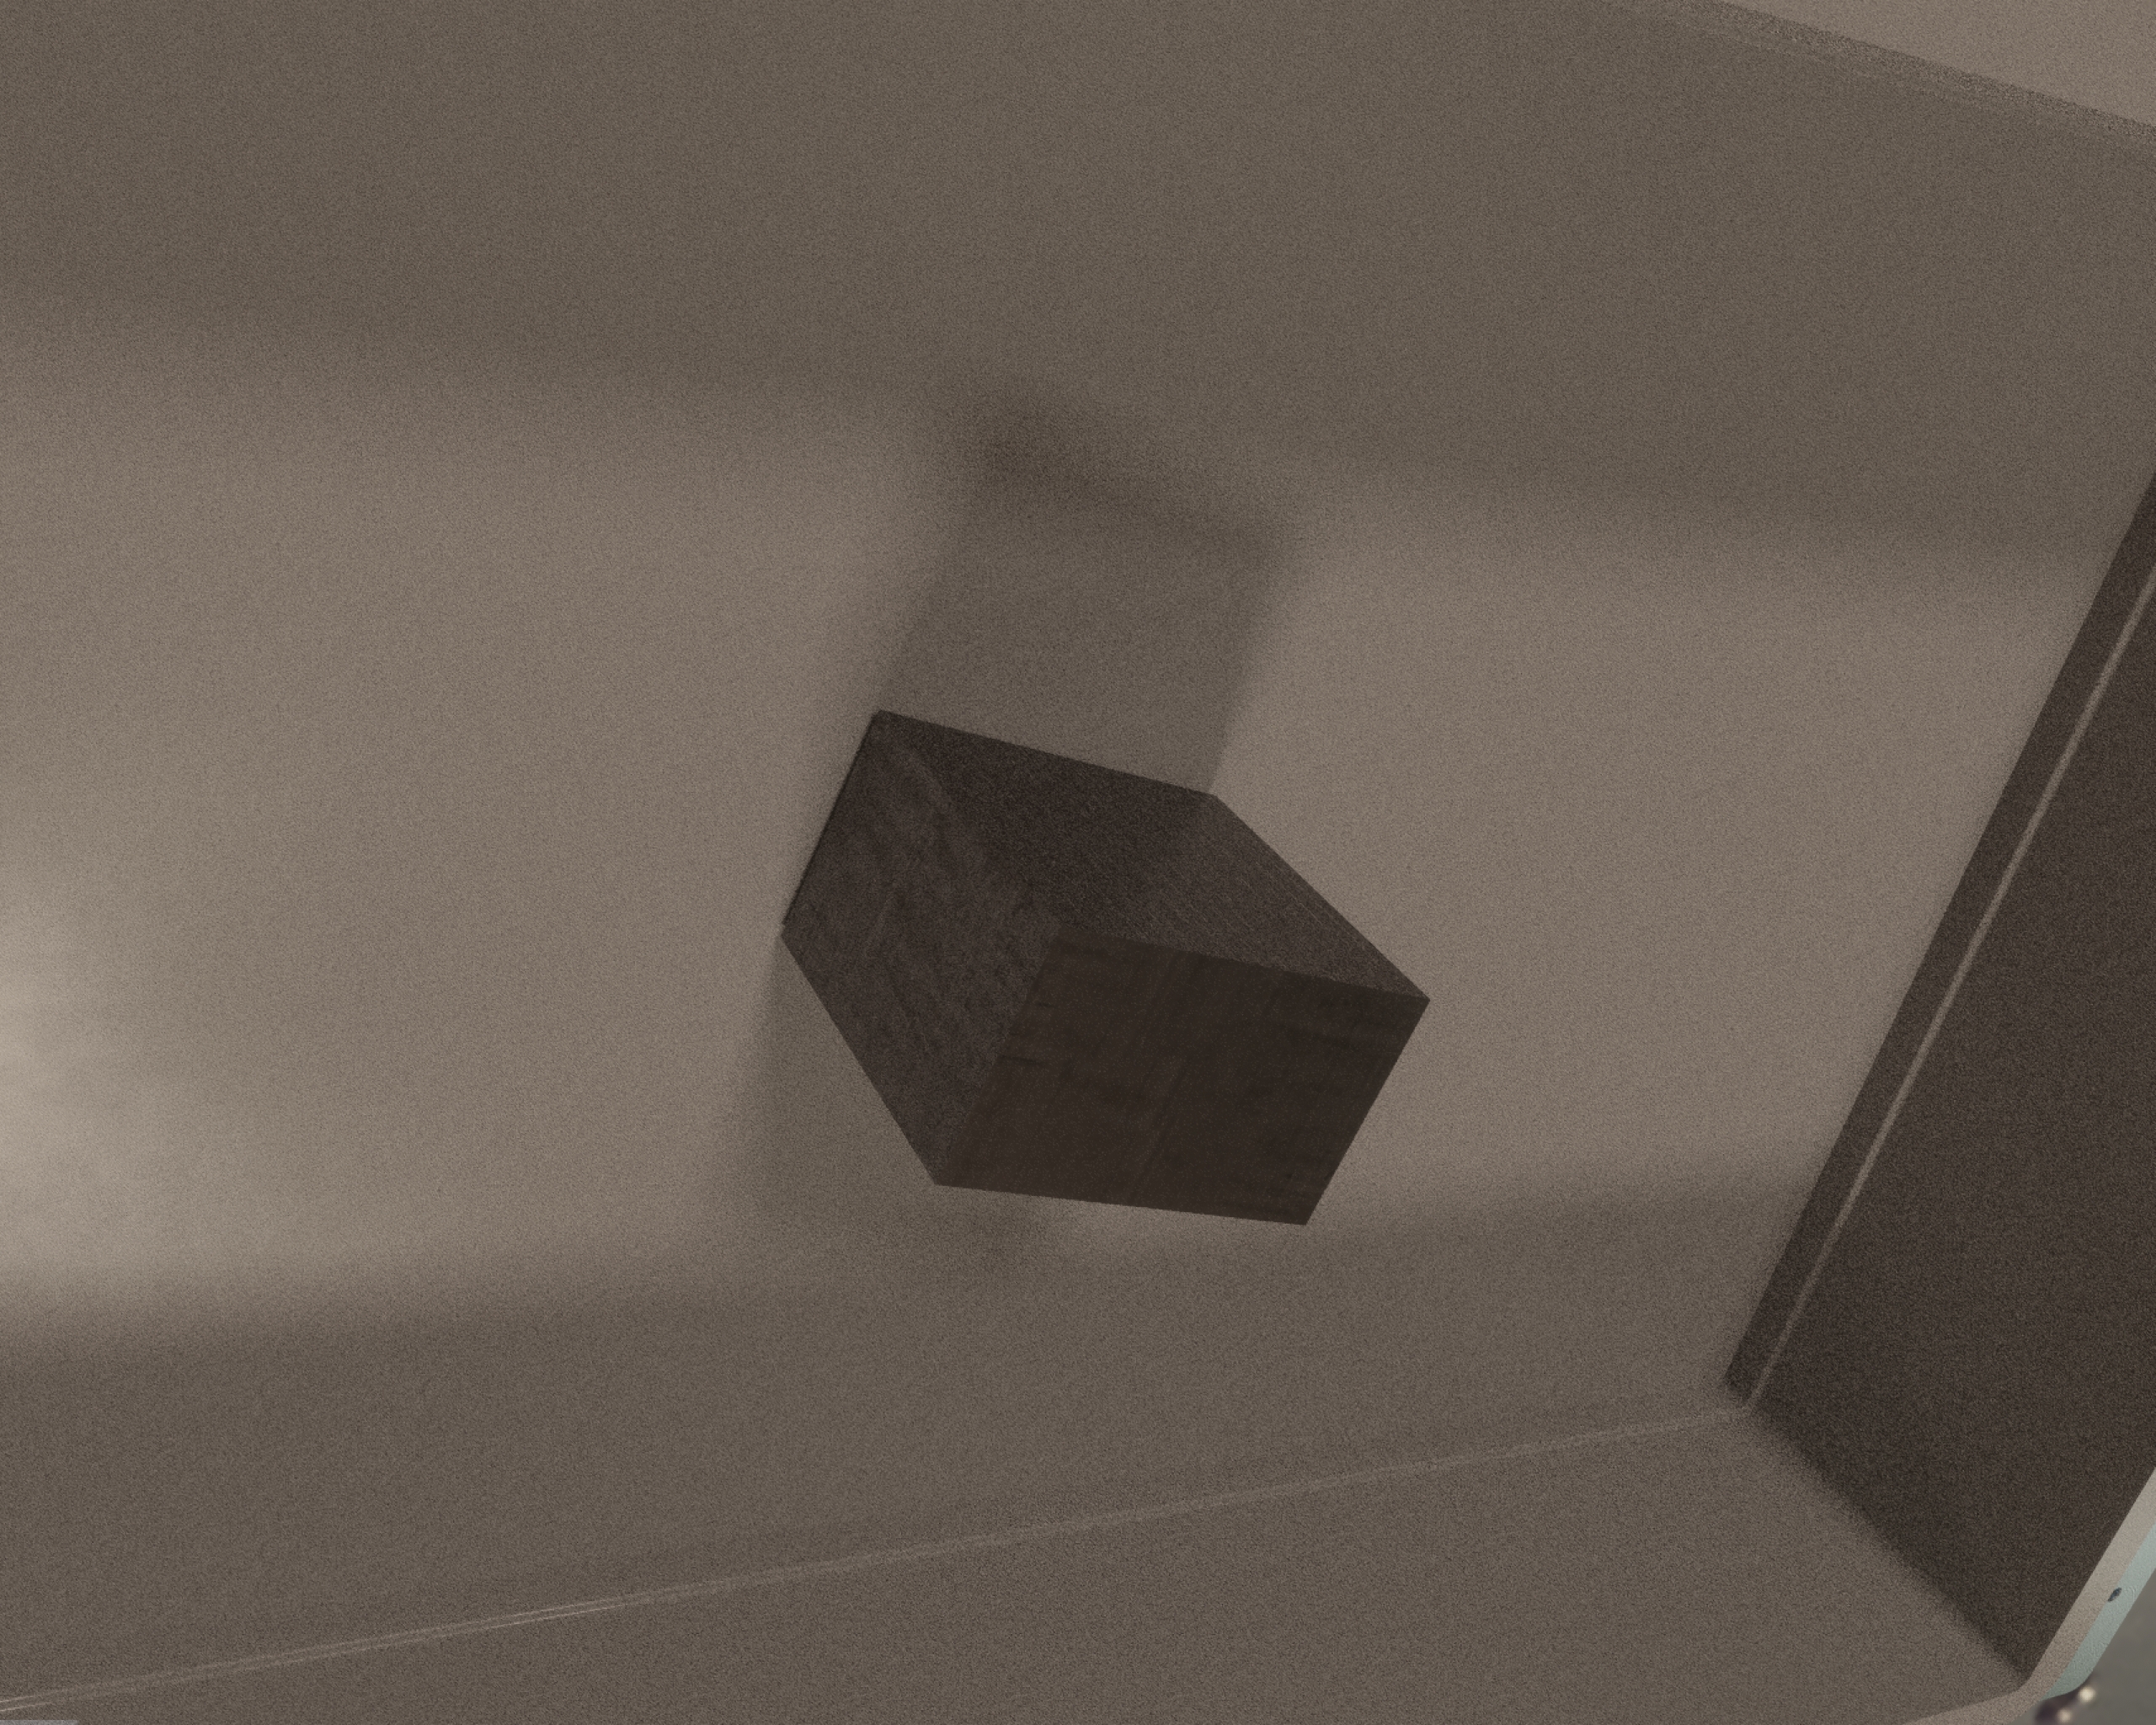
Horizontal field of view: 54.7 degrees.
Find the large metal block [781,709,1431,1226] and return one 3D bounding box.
[{"bbox_3d":[0.003,0.019,0.385,0.081,0.080,0.050,13,112,-34],"label":"large metal block"}]
